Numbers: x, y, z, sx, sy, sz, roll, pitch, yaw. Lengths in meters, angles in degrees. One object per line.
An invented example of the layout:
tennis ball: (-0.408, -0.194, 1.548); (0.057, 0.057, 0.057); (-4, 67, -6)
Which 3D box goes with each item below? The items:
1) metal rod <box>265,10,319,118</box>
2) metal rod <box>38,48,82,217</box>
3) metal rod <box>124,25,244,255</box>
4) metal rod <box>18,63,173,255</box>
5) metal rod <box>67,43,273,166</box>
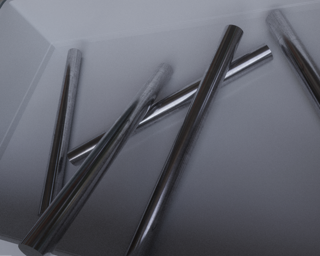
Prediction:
metal rod: (0.177, -0.026, 0.328); (0.025, 0.025, 0.299); (-22, 54, 15)
metal rod: (-0.153, -0.011, 0.489); (0.025, 0.025, 0.299); (-15, 56, 20)
metal rod: (0.032, 0.011, 0.361); (0.025, 0.025, 0.299); (17, 76, 34)
metal rod: (-0.046, 0.007, 0.348); (0.025, 0.025, 0.301); (-1, 37, 27)
metal rod: (0.007, -0.027, 0.417); (0.301, 0.025, 0.025); (-28, 52, 9)
